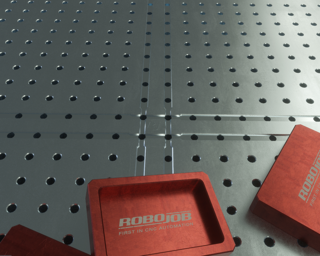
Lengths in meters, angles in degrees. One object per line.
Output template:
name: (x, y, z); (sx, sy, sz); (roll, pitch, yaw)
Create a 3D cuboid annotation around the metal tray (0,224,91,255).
metal tray: (-0.126, 0.161, 0.267); (0.090, 0.030, 0.130); (17, 52, 13)

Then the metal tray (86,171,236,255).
metal tray: (-0.002, 0.092, 0.306); (0.131, 0.030, 0.090); (-1, 49, -20)

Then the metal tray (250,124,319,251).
metal tray: (0.173, 0.062, 0.354); (0.090, 0.030, 0.131); (29, 55, 21)
